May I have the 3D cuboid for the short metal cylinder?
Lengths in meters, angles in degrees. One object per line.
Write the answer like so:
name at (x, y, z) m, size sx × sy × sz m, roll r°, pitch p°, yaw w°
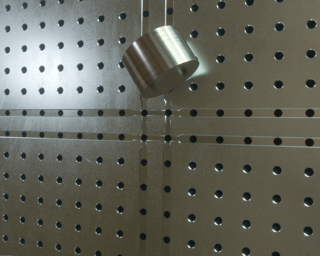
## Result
short metal cylinder at (0.001, -0.079, 0.382) m, size 0.080 × 0.080 × 0.050 m, roll -33°, pitch 80°, yaw 17°
